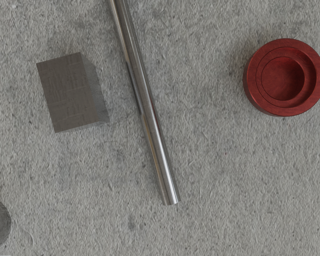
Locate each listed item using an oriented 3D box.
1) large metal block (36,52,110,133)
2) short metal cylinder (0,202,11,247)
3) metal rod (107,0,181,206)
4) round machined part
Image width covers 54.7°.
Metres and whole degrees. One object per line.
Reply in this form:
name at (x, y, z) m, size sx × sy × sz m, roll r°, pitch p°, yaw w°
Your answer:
large metal block at (-0.102, -0.040, 0.381) m, size 0.050 × 0.080 × 0.080 m, roll -15°, pitch 90°, yaw 0°
short metal cylinder at (-0.242, 0.131, 0.394) m, size 0.081 × 0.050 × 0.079 m, roll 0°, pitch 90°, yaw -1°
metal rod at (-0.023, -0.046, 0.409) m, size 0.025 × 0.025 × 0.298 m, roll -15°, pitch 90°, yaw 0°
round machined part at (0.156, -0.063, 0.404) m, size 0.099 × 0.042 × 0.097 m, roll 0°, pitch 90°, yaw -1°
